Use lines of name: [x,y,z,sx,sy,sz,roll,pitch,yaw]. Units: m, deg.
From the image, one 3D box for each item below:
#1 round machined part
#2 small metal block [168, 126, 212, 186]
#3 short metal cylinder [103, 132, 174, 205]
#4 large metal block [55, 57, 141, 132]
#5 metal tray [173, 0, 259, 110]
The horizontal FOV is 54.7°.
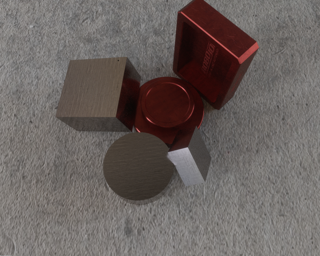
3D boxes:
round machined part: [0.009,-0.026,0.411,0.099,0.042,0.098,0,70,-1]
small metal block: [0.037,0.033,0.373,0.025,0.050,0.050,-17,112,26]
short metal cylinder: [-0.025,0.051,0.378,0.081,0.050,0.080,0,70,0]
large metal block: [-0.076,-0.041,0.397,0.080,0.050,0.080,1,69,18]
metal tray: [0.060,-0.084,0.384,0.030,0.130,0.090,-43,76,-14]
